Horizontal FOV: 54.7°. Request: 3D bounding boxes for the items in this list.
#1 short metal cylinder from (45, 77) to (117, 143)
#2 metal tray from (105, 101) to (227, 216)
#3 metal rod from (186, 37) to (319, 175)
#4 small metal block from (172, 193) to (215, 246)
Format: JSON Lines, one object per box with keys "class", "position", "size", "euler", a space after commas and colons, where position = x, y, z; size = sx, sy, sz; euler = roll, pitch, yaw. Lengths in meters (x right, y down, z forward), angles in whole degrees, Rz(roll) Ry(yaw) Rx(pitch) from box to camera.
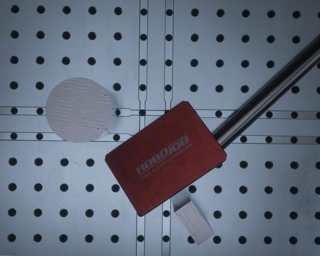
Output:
{"class": "short metal cylinder", "position": [-0.099, -0.022, 0.400], "size": [0.081, 0.050, 0.079], "euler": [0, 90, -1]}
{"class": "metal tray", "position": [0.007, 0.038, 0.395], "size": [0.130, 0.030, 0.090], "euler": [-35, 77, 4]}
{"class": "metal rod", "position": [0.144, -0.041, 0.415], "size": [0.300, 0.025, 0.025], "euler": [-42, 91, -1]}
{"class": "small metal block", "position": [0.042, 0.116, 0.402], "size": [0.025, 0.050, 0.050], "euler": [-35, 90, 0]}
